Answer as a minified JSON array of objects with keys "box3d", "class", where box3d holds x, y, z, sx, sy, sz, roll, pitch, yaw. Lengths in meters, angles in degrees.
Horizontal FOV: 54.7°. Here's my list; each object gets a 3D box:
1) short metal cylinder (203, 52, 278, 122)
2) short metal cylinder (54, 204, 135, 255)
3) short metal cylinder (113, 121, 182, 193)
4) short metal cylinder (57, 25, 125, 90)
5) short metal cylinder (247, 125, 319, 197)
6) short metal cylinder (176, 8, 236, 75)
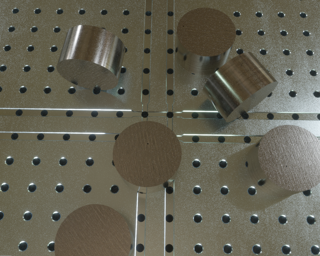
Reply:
[{"box3d":[0.103,-0.052,0.402,0.080,0.080,0.050,-32,73,-11],"class":"short metal cylinder"},{"box3d":[-0.071,0.130,0.350,0.081,0.050,0.080,0,70,0],"class":"short metal cylinder"},{"box3d":[-0.015,0.037,0.384,0.081,0.050,0.080,0,70,0],"class":"short metal cylinder"},{"box3d":[-0.091,-0.091,0.415,0.080,0.080,0.050,8,70,3],"class":"short metal cylinder"},{"box3d":[0.155,0.042,0.384,0.081,0.050,0.080,0,70,0],"class":"short metal cylinder"},{"box3d":[0.063,-0.123,0.444,0.081,0.050,0.080,0,70,0],"class":"short metal cylinder"}]
